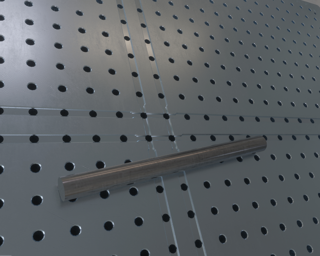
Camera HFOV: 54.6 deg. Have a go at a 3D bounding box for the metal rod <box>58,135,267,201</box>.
[{"bbox_3d":[0.027,0.043,0.395,0.302,0.025,0.025,-9,66,-32],"label":"metal rod"}]
